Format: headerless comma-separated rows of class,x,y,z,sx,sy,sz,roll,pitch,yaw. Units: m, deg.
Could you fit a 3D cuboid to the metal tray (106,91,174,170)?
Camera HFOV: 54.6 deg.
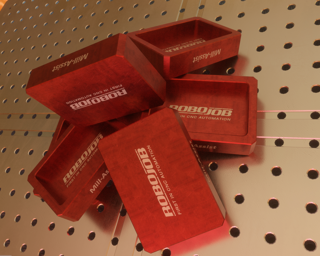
metal tray,-0.022,-0.007,0.422,0.090,0.030,0.130,-3,58,24

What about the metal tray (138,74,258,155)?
metal tray,0.046,-0.020,0.370,0.130,0.030,0.090,4,63,11

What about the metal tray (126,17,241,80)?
metal tray,0.032,-0.112,0.415,0.131,0.030,0.090,-24,44,-29

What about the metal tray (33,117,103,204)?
metal tray,-0.118,0.039,0.445,0.090,0.030,0.130,-4,59,25

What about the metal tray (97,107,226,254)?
metal tray,0.001,0.054,0.329,0.090,0.030,0.130,-26,86,12

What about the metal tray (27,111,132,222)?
metal tray,-0.098,0.039,0.394,0.090,0.030,0.130,30,78,38

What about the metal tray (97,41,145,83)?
metal tray,-0.064,-0.084,0.469,0.090,0.030,0.130,-38,35,2

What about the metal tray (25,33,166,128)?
metal tray,-0.070,-0.046,0.349,0.130,0.090,0.030,-14,56,26
